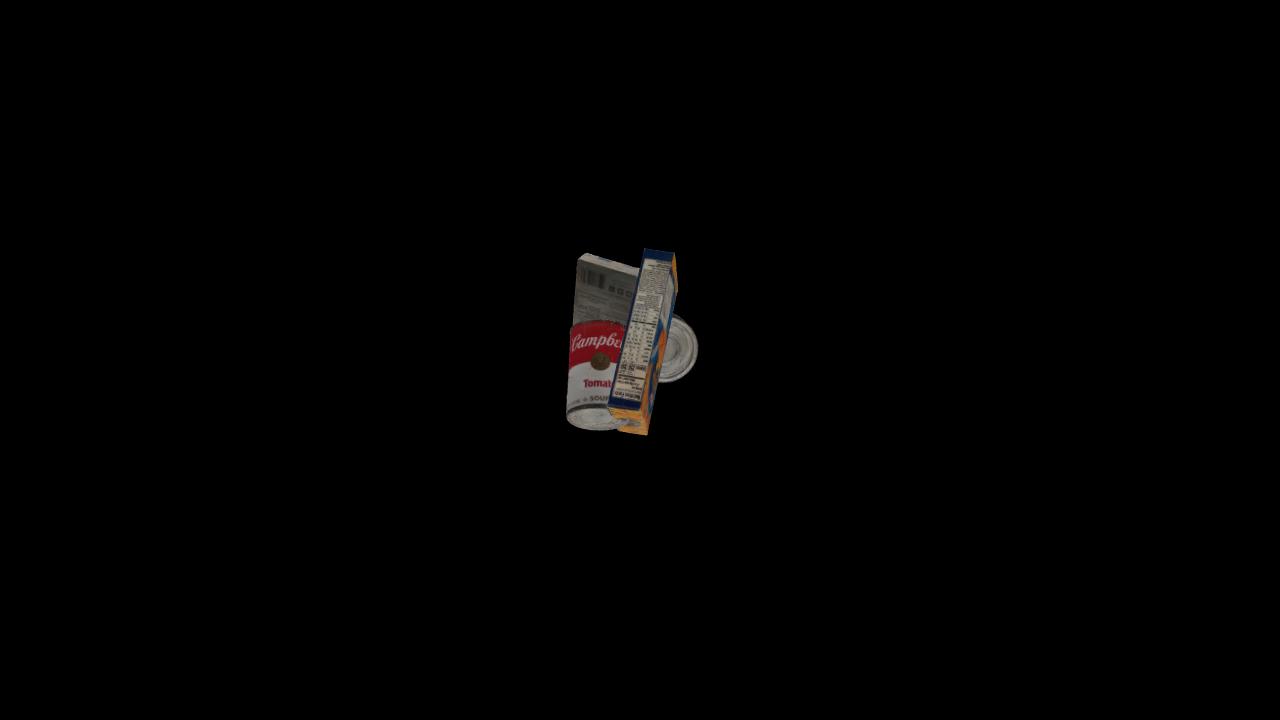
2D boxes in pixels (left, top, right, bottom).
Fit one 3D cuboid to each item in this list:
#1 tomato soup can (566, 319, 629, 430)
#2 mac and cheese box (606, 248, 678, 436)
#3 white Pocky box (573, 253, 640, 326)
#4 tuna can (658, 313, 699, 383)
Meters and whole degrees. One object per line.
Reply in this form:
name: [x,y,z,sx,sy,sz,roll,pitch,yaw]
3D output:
tomato soup can: [-0.043,0.017,0.649,0.068,0.101,0.068,0,-25,0]
mac and cheese box: [0.006,-0.019,0.670,0.041,0.184,0.093,9,-20,8]
white Pocky box: [-0.042,-0.048,0.758,0.084,0.154,0.028,19,35,15]
tuna can: [0.028,-0.015,0.746,0.084,0.084,0.034,0,11,-7]
